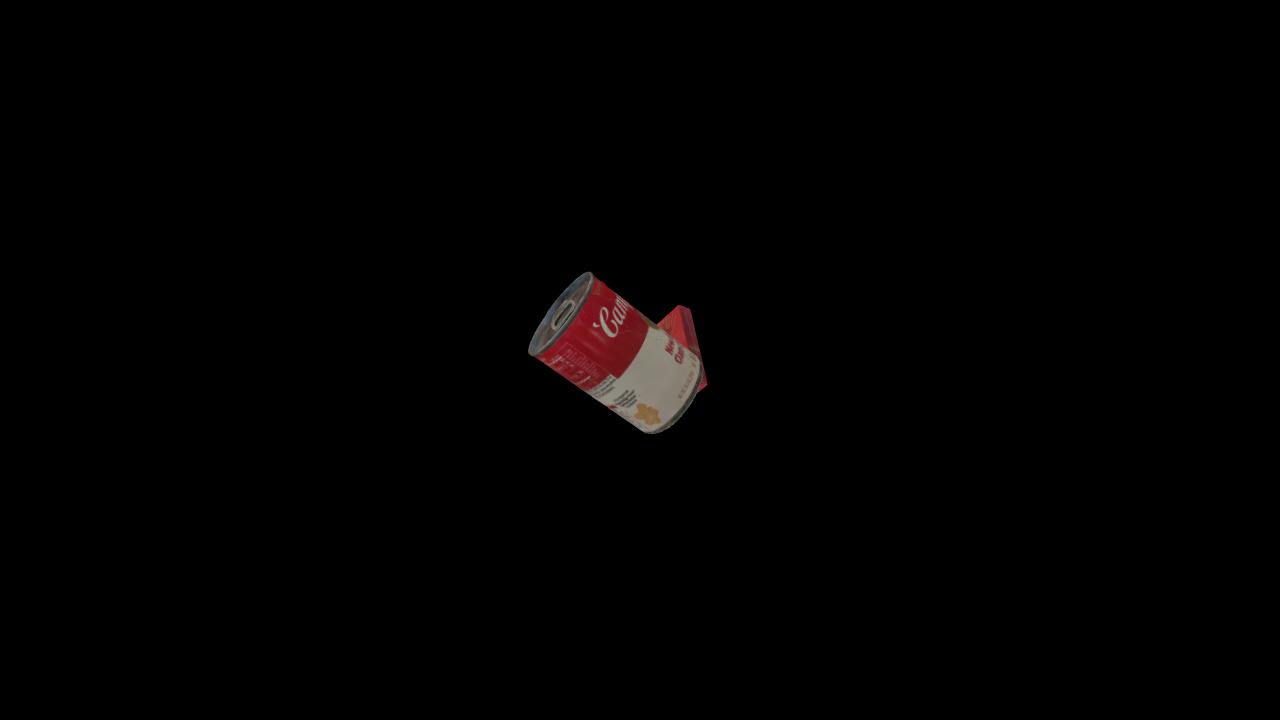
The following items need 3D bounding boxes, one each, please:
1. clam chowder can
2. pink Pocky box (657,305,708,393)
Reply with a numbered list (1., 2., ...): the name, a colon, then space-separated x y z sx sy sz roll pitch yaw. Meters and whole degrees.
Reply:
1. clam chowder can: -0.015 -0.003 0.419 0.102 0.068 0.068 37 -15 -20
2. pink Pocky box: 0.060 -0.006 0.998 0.029 0.155 0.084 17 -42 -34
